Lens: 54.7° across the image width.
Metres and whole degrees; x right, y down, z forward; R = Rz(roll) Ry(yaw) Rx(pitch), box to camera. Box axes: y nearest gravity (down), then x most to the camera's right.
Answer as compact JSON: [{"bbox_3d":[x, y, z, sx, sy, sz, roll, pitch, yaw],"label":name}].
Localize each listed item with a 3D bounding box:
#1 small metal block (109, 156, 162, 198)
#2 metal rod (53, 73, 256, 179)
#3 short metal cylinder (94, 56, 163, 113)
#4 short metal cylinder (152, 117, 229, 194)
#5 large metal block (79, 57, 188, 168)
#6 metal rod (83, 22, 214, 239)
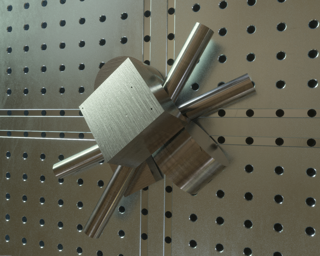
[{"bbox_3d":[-0.033,0.059,0.420,0.050,0.025,0.050,-29,81,17],"label":"small metal block"},{"bbox_3d":[-0.020,0.005,0.416,0.300,0.025,0.025,-25,82,18],"label":"metal rod"},{"bbox_3d":[-0.039,-0.050,0.409,0.080,0.050,0.079,0,90,20],"label":"short metal cylinder"},{"bbox_3d":[0.035,0.031,0.367,0.050,0.080,0.080,-45,76,15],"label":"short metal cylinder"},{"bbox_3d":[-0.030,-0.014,0.339,0.080,0.050,0.080,-42,60,16],"label":"large metal block"},{"bbox_3d":[-0.019,0.010,0.389,0.025,0.025,0.299,32,100,17],"label":"metal rod"}]
